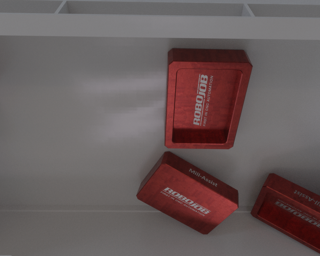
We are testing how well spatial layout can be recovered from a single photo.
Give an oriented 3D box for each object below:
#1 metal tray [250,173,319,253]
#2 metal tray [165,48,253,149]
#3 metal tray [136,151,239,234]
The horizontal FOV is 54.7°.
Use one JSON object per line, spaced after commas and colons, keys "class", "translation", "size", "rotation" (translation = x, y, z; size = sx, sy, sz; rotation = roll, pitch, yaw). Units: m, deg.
{"class": "metal tray", "translation": [0.213, 0.133, 0.470], "size": [0.130, 0.030, 0.089], "rotation": [27, 141, 22]}
{"class": "metal tray", "translation": [0.053, -0.031, 0.379], "size": [0.091, 0.030, 0.129], "rotation": [1, 130, -1]}
{"class": "metal tray", "translation": [0.041, 0.102, 0.473], "size": [0.130, 0.030, 0.089], "rotation": [30, 124, -7]}
